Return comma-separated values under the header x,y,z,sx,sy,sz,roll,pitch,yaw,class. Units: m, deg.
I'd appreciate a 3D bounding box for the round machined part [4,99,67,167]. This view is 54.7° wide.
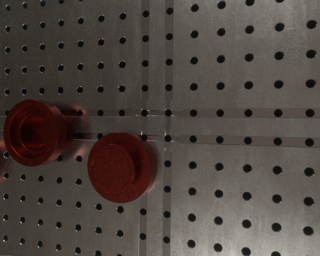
x,y,z,sx,sy,sz,roll,pitch,yaw,class
-0.181,0.007,0.466,0.098,0.042,0.097,0,90,19,round machined part

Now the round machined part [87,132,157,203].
x,y,z,sx,sy,sz,roll,pitch,yaw,class
-0.057,0.054,0.423,0.098,0.042,0.097,0,90,19,round machined part
